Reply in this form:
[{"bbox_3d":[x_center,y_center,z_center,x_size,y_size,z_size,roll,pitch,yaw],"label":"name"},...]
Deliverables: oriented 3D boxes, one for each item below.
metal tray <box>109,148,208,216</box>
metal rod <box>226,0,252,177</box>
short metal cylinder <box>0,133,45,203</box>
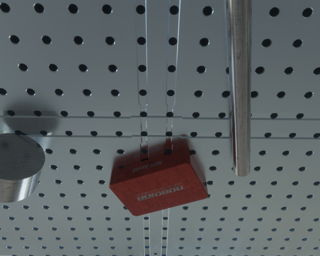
[{"bbox_3d":[-0.001,0.088,0.483,0.130,0.030,0.090,-18,128,15],"label":"metal tray"},{"bbox_3d":[0.096,-0.048,0.371,0.025,0.025,0.298,-8,130,6],"label":"metal rod"},{"bbox_3d":[-0.202,0.053,0.418,0.080,0.080,0.050,19,128,-15],"label":"short metal cylinder"}]
